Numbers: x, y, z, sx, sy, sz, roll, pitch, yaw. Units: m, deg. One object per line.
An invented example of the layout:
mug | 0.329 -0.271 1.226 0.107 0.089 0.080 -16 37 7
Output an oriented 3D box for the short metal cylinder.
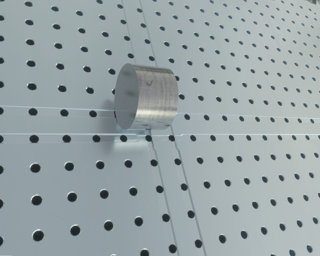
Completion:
short metal cylinder | -0.019 -0.037 0.385 0.050 0.080 0.080 1 61 -28
